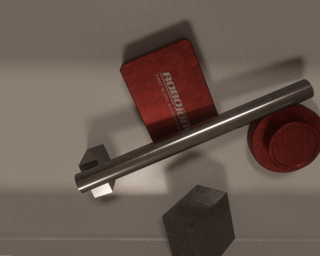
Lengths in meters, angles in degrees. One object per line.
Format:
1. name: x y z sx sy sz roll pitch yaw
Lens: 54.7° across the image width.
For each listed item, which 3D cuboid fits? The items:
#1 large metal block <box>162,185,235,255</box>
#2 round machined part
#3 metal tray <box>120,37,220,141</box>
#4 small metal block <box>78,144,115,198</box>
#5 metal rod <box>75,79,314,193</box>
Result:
1. large metal block: 0.056 0.138 0.427 0.050 0.081 0.079 6 118 43
2. round machined part: 0.171 0.017 0.411 0.099 0.042 0.097 0 110 -1
3. metal tray: 0.017 -0.038 0.395 0.090 0.030 0.129 -22 109 7
4. small metal block: -0.082 0.057 0.418 0.025 0.050 0.050 -19 109 6
5. metal rod: 0.041 0.010 0.377 0.301 0.025 0.025 -23 109 0
